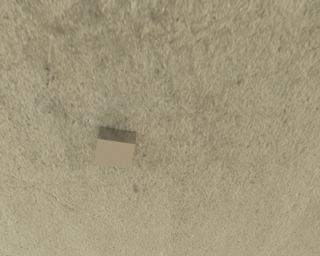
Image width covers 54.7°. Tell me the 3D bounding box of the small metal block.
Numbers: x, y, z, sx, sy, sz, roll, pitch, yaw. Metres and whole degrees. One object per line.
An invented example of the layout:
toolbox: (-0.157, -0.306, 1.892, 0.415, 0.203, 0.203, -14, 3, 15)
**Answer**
small metal block: (-0.062, 0.028, 0.430, 0.050, 0.025, 0.050, 9, 130, -8)
